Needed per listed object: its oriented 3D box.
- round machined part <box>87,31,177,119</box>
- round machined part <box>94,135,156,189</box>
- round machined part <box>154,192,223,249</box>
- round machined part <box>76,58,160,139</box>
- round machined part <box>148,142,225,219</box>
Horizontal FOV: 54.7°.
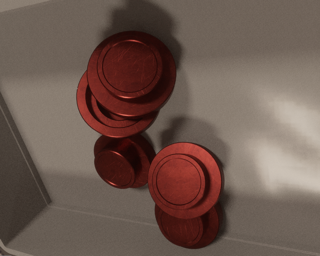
[{"bbox_3d":[-0.031,-0.061,0.339,0.099,0.042,0.097,0,82,-1],"label":"round machined part"},{"bbox_3d":[-0.057,0.051,0.458,0.098,0.042,0.097,13,124,20],"label":"round machined part"},{"bbox_3d":[0.036,0.127,0.439,0.098,0.042,0.097,6,103,25],"label":"round machined part"},{"bbox_3d":[-0.047,-0.035,0.377,0.099,0.042,0.097,0,82,-1],"label":"round machined part"},{"bbox_3d":[0.029,0.066,0.392,0.098,0.042,0.097,-2,85,20],"label":"round machined part"}]
